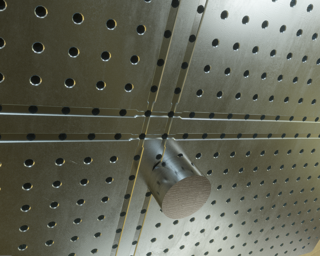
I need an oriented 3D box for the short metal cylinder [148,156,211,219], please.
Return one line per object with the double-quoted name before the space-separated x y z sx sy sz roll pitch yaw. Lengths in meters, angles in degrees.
"short metal cylinder" 0.029 0.088 0.465 0.081 0.050 0.080 -14 124 -21
